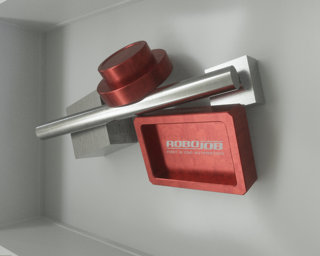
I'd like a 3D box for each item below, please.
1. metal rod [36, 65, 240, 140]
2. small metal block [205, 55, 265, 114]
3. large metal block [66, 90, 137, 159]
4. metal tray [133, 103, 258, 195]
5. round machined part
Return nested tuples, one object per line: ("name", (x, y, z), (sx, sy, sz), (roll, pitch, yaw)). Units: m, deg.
("metal rod", (-0.050, -0.022, 0.386), (0.300, 0.025, 0.025), (-13, 82, 31))
("small metal block", (0.081, -0.045, 0.337), (0.050, 0.025, 0.050), (-15, 81, 38))
("large metal block", (-0.088, -0.004, 0.458), (0.080, 0.050, 0.080), (-23, 76, 37))
("metal tray", (0.036, 0.023, 0.352), (0.130, 0.030, 0.089), (-2, 108, 39))
("round machined part", (-0.037, -0.072, 0.383), (0.098, 0.098, 0.042), (-6, 127, 39))
